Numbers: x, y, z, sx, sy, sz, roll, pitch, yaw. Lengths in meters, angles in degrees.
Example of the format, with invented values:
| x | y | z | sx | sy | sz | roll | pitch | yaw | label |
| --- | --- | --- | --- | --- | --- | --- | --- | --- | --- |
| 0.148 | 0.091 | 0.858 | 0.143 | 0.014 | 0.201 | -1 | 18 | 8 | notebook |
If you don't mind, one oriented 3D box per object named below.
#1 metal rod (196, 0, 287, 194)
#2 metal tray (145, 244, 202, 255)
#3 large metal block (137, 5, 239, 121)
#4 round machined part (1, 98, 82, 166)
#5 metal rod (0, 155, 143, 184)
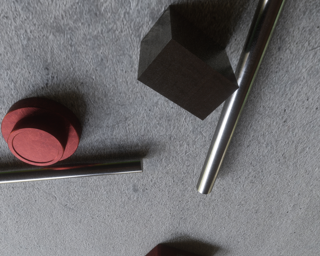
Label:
| x | y | z | sx | sy | sz | roll | pitch | yaw | label |
| --- | --- | --- | --- | --- | --- | --- | --- | --- | --- |
| 0.090 | -0.018 | 0.393 | 0.025 | 0.025 | 0.298 | 6 | 130 | -6 | metal rod |
| 0.031 | 0.294 | 0.654 | 0.131 | 0.030 | 0.089 | 24 | 126 | -20 | metal tray |
| 0.026 | -0.067 | 0.315 | 0.080 | 0.080 | 0.050 | 30 | 124 | -23 | large metal block |
| -0.156 | 0.012 | 0.404 | 0.099 | 0.042 | 0.097 | -1 | 130 | 0 | round machined part |
| -0.176 | 0.066 | 0.460 | 0.302 | 0.025 | 0.025 | -5 | 130 | 4 | metal rod |
